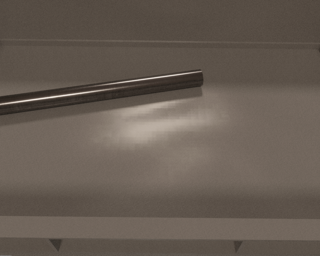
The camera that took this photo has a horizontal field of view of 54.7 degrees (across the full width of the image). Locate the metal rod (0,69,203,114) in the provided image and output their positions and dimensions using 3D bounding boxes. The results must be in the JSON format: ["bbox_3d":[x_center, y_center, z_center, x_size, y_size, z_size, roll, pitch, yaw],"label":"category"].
[{"bbox_3d":[-0.086,-0.053,0.448,0.302,0.025,0.025,-9,51,-8],"label":"metal rod"}]
